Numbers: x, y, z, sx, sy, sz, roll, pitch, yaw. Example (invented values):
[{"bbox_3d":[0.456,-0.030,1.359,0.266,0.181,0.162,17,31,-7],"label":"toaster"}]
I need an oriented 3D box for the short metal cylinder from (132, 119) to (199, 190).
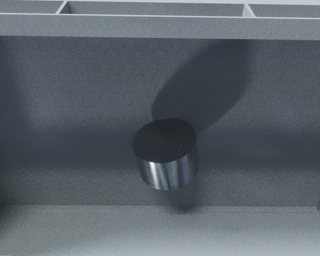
[{"bbox_3d":[0.009,0.033,0.401,0.080,0.080,0.050,-6,130,5],"label":"short metal cylinder"}]
